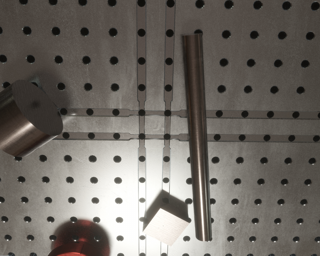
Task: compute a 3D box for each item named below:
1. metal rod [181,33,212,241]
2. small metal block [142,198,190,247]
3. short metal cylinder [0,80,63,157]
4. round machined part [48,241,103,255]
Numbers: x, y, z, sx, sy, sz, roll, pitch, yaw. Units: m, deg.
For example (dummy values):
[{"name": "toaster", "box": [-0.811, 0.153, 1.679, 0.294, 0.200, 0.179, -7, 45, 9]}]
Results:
[{"name": "metal rod", "box": [0.053, 0.026, 0.423, 0.025, 0.025, 0.298, -5, 110, 1]}, {"name": "small metal block", "box": [0.009, 0.142, 0.466, 0.050, 0.025, 0.050, 30, 107, -11]}, {"name": "short metal cylinder", "box": [-0.166, -0.012, 0.378, 0.050, 0.080, 0.080, -32, 107, 11]}, {"name": "round machined part", "box": [-0.129, 0.218, 0.483, 0.099, 0.042, 0.097, 0, 110, -1]}]
